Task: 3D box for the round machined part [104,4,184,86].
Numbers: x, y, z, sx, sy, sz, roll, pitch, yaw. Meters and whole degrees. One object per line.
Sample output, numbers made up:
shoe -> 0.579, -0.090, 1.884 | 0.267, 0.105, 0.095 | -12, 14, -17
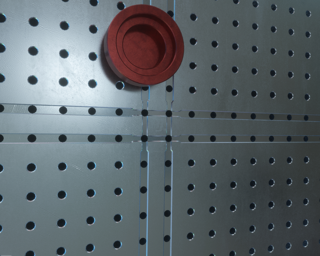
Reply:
round machined part -> -0.022, -0.101, 0.395 | 0.099, 0.042, 0.097 | 0, 90, -20
